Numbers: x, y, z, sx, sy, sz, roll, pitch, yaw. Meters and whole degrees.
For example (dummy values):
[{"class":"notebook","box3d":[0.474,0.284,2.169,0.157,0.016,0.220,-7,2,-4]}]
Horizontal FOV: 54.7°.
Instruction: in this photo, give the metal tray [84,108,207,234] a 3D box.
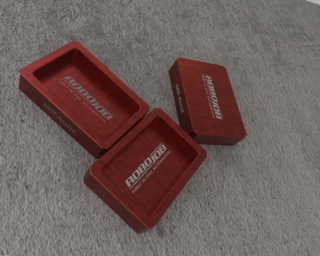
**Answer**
[{"class":"metal tray","box3d":[-0.012,0.044,0.366,0.090,0.030,0.131,43,51,2]}]

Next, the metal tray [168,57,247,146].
[{"class":"metal tray","box3d":[0.069,-0.039,0.461,0.091,0.030,0.130,4,60,-26]}]

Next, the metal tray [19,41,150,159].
[{"class":"metal tray","box3d":[-0.089,-0.037,0.374,0.130,0.030,0.090,42,51,1]}]
